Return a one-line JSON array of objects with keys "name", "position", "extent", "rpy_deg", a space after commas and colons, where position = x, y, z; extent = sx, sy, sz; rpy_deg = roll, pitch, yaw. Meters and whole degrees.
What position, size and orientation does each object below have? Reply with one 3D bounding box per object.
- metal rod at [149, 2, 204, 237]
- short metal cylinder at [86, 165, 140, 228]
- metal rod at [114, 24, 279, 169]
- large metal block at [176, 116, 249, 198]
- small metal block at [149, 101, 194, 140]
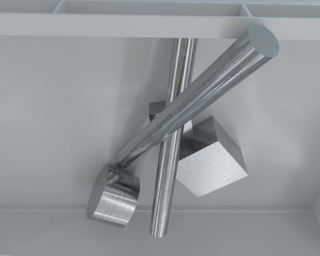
[{"name": "metal rod", "position": [0.014, 0.010, 0.370], "extent": [0.025, 0.025, 0.298], "rpy_deg": [5, 115, -5]}, {"name": "short metal cylinder", "position": [-0.070, 0.101, 0.459], "extent": [0.050, 0.080, 0.080], "rpy_deg": [22, 126, -18]}, {"name": "metal rod", "position": [0.006, -0.004, 0.325], "extent": [0.025, 0.025, 0.299], "rpy_deg": [21, 152, -17]}, {"name": "large metal block", "position": [0.063, 0.042, 0.430], "extent": [0.080, 0.050, 0.080], "rpy_deg": [-30, 124, 23]}, {"name": "small metal block", "position": [0.015, -0.009, 0.402], "extent": [0.050, 0.025, 0.050], "rpy_deg": [-8, 130, 6]}]
